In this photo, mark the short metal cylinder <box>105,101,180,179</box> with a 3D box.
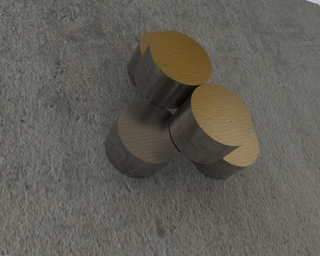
[{"bbox_3d":[-0.020,0.015,0.369,0.081,0.050,0.080,14,56,-21],"label":"short metal cylinder"}]

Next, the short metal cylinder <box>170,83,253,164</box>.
[{"bbox_3d":[0.058,-0.005,0.358,0.081,0.050,0.080,14,56,-21],"label":"short metal cylinder"}]

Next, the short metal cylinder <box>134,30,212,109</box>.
[{"bbox_3d":[0.015,-0.070,0.375,0.081,0.050,0.080,13,56,-20],"label":"short metal cylinder"}]

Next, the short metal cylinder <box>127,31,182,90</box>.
[{"bbox_3d":[-0.001,-0.091,0.444,0.081,0.050,0.080,14,56,-21],"label":"short metal cylinder"}]

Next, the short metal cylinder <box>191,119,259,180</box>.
[{"bbox_3d":[0.085,0.024,0.419,0.081,0.050,0.080,14,56,-21],"label":"short metal cylinder"}]
